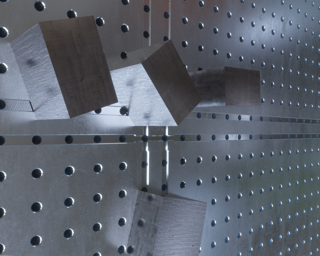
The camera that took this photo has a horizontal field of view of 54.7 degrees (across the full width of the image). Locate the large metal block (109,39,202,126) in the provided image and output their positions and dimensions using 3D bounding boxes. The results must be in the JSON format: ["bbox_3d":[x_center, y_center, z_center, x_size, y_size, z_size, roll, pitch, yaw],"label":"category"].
[{"bbox_3d":[-0.010,-0.049,0.366,0.050,0.080,0.080,-46,118,-30],"label":"large metal block"}]

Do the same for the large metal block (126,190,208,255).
[{"bbox_3d":[0.010,0.130,0.404,0.080,0.050,0.080,18,78,-39],"label":"large metal block"}]

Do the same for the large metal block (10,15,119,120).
[{"bbox_3d":[-0.093,-0.054,0.296,0.050,0.080,0.080,-24,106,-38],"label":"large metal block"}]

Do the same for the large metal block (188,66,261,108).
[{"bbox_3d":[0.088,-0.055,0.449,0.081,0.080,0.050,-3,92,-40],"label":"large metal block"}]

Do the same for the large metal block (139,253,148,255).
[{"bbox_3d":[0.001,0.218,0.396,0.080,0.050,0.080,37,67,-34],"label":"large metal block"}]
